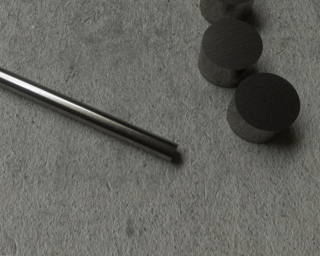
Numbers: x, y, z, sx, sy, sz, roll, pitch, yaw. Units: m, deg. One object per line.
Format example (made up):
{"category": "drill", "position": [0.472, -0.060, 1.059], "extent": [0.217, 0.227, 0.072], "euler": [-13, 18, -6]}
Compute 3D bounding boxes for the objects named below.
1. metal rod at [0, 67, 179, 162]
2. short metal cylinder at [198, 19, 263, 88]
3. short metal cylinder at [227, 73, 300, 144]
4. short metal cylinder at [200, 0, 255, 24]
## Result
{"category": "metal rod", "position": [-0.118, -0.027, 0.416], "extent": [0.301, 0.025, 0.025], "euler": [23, 72, 8]}
{"category": "short metal cylinder", "position": [0.096, -0.104, 0.434], "extent": [0.081, 0.050, 0.080], "euler": [0, 70, 0]}
{"category": "short metal cylinder", "position": [0.133, -0.025, 0.405], "extent": [0.081, 0.050, 0.080], "euler": [0, 70, 0]}
{"category": "short metal cylinder", "position": [0.103, -0.201, 0.469], "extent": [0.081, 0.050, 0.080], "euler": [0, 70, 0]}
